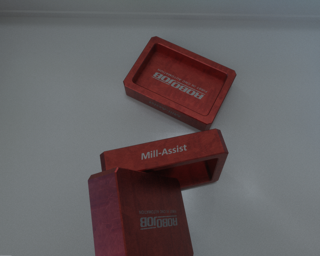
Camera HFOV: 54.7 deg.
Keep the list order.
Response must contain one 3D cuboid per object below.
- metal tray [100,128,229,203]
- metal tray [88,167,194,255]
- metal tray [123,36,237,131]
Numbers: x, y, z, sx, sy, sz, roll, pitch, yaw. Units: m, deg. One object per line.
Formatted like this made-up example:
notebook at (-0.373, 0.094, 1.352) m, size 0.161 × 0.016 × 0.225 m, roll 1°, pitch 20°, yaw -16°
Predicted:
metal tray at (0.005, 0.047, 0.356) m, size 0.131 × 0.090 × 0.030 m, roll -12°, pitch 61°, yaw -5°
metal tray at (-0.013, 0.092, 0.304) m, size 0.030 × 0.130 × 0.090 m, roll -19°, pitch 69°, yaw 23°
metal tray at (0.027, -0.063, 0.430) m, size 0.130 × 0.030 × 0.090 m, roll 26°, pitch 72°, yaw 9°
